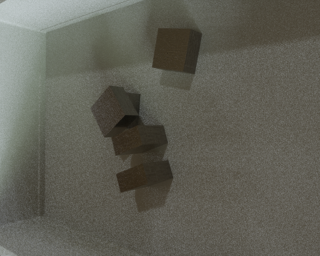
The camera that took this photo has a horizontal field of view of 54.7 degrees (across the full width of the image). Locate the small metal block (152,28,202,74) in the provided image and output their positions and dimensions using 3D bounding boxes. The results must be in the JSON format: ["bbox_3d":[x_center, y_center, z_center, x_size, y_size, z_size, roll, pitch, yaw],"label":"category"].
[{"bbox_3d":[0.021,-0.097,0.388,0.050,0.025,0.050,16,100,38],"label":"small metal block"}]

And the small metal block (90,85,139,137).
[{"bbox_3d":[-0.063,-0.022,0.424,0.050,0.025,0.050,-43,65,31],"label":"small metal block"}]

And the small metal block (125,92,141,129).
[{"bbox_3d":[-0.057,-0.027,0.452,0.050,0.025,0.050,8,95,39],"label":"small metal block"}]

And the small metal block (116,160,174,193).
[{"bbox_3d":[-0.020,0.063,0.405,0.050,0.050,0.025,-25,74,37],"label":"small metal block"}]

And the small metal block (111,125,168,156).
[{"bbox_3d":[-0.027,0.016,0.410,0.050,0.050,0.025,-24,75,37],"label":"small metal block"}]
